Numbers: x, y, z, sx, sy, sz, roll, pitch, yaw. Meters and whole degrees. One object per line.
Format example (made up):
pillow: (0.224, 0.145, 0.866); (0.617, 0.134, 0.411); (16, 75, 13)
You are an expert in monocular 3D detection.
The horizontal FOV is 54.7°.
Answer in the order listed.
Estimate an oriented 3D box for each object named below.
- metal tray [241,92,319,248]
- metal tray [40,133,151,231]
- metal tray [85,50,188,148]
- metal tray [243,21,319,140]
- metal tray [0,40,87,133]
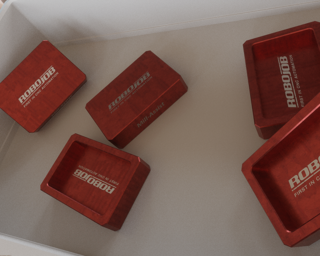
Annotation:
metal tray: (0.140, 0.031, 0.267); (0.129, 0.030, 0.090); (-52, 42, 32)
metal tray: (-0.087, 0.066, 0.407); (0.130, 0.030, 0.090); (16, 70, 34)
metal tray: (-0.036, -0.044, 0.449); (0.130, 0.030, 0.090); (-42, 51, -1)
metal tray: (0.150, -0.057, 0.357); (0.090, 0.030, 0.130); (-12, 57, 22)
metal tray: (-0.197, -0.067, 0.511); (0.130, 0.090, 0.030); (-48, 8, -5)
